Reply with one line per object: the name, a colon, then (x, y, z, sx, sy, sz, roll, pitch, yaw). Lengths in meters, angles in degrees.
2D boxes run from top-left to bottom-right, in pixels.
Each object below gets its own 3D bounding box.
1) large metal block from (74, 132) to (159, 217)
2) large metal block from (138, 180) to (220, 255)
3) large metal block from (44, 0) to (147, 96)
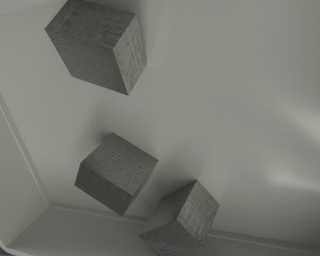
large metal block: (-0.061, 0.064, 0.443, 0.080, 0.080, 0.050, 31, 128, 7)
large metal block: (0.028, 0.130, 0.437, 0.050, 0.080, 0.080, 49, 128, -6)
large metal block: (-0.067, -0.090, 0.349, 0.080, 0.050, 0.080, 20, 156, 16)
